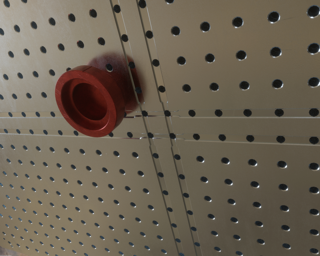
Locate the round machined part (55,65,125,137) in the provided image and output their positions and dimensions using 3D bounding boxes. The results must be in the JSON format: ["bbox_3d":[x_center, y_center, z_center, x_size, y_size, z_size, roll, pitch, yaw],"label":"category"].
[{"bbox_3d":[-0.090,-0.039,0.424,0.098,0.042,0.097,13,124,21],"label":"round machined part"}]
